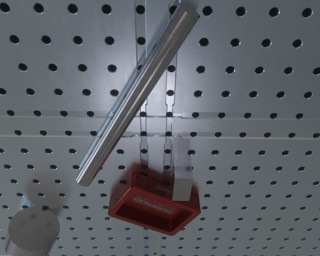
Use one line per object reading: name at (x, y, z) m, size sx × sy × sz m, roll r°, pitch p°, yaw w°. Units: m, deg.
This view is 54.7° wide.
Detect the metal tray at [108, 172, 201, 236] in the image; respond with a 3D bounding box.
metal tray at (-0.009, 0.131, 0.520) m, size 0.131 × 0.030 × 0.090 m, roll 25°, pitch 126°, yaw -20°

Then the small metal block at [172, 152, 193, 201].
small metal block at (0.032, 0.072, 0.457) m, size 0.025 × 0.050 × 0.050 m, roll 2°, pitch 130°, yaw -2°

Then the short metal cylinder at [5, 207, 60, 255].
short metal cylinder at (-0.218, 0.183, 0.530) m, size 0.080 × 0.080 × 0.050 m, roll 19°, pitch 127°, yaw -16°

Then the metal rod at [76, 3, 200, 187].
metal rod at (-0.044, -0.019, 0.394) m, size 0.025 × 0.025 × 0.298 m, roll 23°, pitch 126°, yaw -19°
